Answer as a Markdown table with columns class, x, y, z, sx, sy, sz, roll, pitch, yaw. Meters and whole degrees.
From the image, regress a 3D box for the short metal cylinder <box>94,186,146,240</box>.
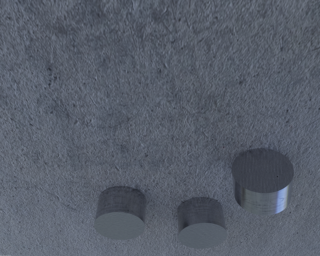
| class | x | y | z | sx | sy | sz | roll | pitch | yaw |
| --- | --- | --- | --- | --- | --- | --- | --- | --- | --- |
| short metal cylinder | -0.064 | 0.140 | 0.509 | 0.081 | 0.050 | 0.079 | 0 | 130 | 0 |

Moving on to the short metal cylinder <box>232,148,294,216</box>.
| class | x | y | z | sx | sy | sz | roll | pitch | yaw |
| --- | --- | --- | --- | --- | --- | --- | --- | --- | --- |
| short metal cylinder | 0.143 | 0.074 | 0.436 | 0.080 | 0.080 | 0.050 | -9 | 130 | 7 |

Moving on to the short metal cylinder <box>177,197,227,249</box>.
| class | x | y | z | sx | sy | sz | roll | pitch | yaw |
| --- | --- | --- | --- | --- | --- | --- | --- | --- | --- |
| short metal cylinder | 0.071 | 0.163 | 0.530 | 0.081 | 0.050 | 0.079 | 0 | 130 | 0 |
